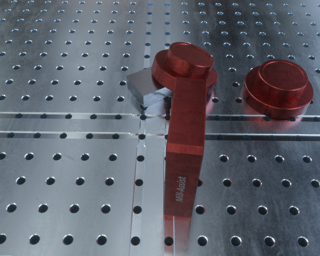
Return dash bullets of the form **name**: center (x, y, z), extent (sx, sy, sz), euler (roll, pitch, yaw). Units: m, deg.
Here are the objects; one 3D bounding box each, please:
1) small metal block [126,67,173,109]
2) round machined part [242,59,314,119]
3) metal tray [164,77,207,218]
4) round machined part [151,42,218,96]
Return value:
- **small metal block**: center (-0.015, -0.062, 0.460), extent (0.050, 0.025, 0.050), euler (-25, 55, -20)
- **round machined part**: center (0.174, -0.063, 0.452), extent (0.099, 0.042, 0.098), euler (0, 50, 0)
- **metal tray**: center (0.025, 0.024, 0.320), extent (0.030, 0.129, 0.090), euler (6, 50, 4)
- **round machined part**: center (0.040, -0.091, 0.454), extent (0.099, 0.042, 0.098), euler (14, 38, -11)
